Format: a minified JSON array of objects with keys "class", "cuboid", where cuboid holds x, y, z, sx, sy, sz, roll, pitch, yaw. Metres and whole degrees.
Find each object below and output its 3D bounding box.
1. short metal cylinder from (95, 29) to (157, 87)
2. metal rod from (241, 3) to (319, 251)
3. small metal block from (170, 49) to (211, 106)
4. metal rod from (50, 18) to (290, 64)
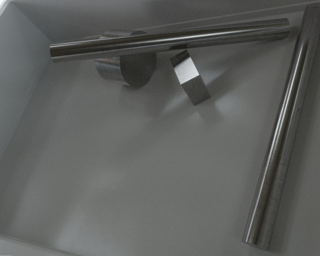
[{"class":"short metal cylinder","cuboid":[-0.049,-0.104,0.458,0.050,0.080,0.080,16,70,34]},{"class":"metal rod","cuboid":[0.143,-0.019,0.341,0.025,0.025,0.300,10,66,32]},{"class":"small metal block","cuboid":[0.040,-0.066,0.408,0.025,0.050,0.050,-27,53,11]},{"class":"metal rod","cuboid":[0.013,-0.112,0.399,0.302,0.025,0.025,-7,56,-1]}]
